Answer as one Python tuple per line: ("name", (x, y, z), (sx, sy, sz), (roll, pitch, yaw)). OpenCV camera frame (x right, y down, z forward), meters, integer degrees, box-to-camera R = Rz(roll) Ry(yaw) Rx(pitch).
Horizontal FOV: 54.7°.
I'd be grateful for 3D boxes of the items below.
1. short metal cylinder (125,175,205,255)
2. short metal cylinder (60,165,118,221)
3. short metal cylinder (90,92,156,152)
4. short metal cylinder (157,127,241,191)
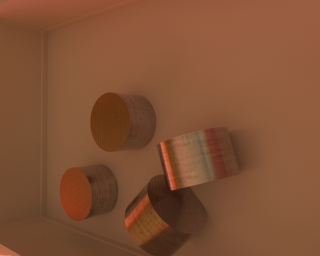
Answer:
("short metal cylinder", (0.006, 0.102, 0.366), (0.050, 0.081, 0.080), (-52, 60, 27))
("short metal cylinder", (-0.111, 0.099, 0.483), (0.080, 0.050, 0.080), (0, 90, 40))
("short metal cylinder", (-0.052, -0.008, 0.434), (0.080, 0.050, 0.080), (0, 90, 40))
("short metal cylinder", (0.041, 0.035, 0.337), (0.080, 0.081, 0.050), (-22, 76, 38))
